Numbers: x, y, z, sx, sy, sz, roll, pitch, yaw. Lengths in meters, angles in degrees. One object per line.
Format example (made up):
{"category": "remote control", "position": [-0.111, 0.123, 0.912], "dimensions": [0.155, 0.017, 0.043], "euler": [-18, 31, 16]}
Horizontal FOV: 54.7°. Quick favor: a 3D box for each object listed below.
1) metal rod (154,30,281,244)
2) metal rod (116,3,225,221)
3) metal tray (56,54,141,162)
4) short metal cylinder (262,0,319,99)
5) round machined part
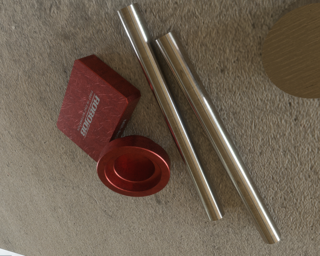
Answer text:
{"category": "metal rod", "position": [0.078, 0.022, 0.379], "dimensions": [0.025, 0.025, 0.299], "euler": [-20, 108, 35]}
{"category": "metal rod", "position": [0.022, -0.005, 0.392], "dimensions": [0.025, 0.025, 0.299], "euler": [-12, 113, 33]}
{"category": "metal tray", "position": [-0.090, -0.023, 0.430], "dimensions": [0.090, 0.030, 0.129], "euler": [39, 129, 10]}
{"category": "short metal cylinder", "position": [0.136, -0.073, 0.274], "dimensions": [0.080, 0.050, 0.079], "euler": [13, 124, 21]}
{"category": "round machined part", "position": [-0.034, 0.048, 0.430], "dimensions": [0.099, 0.042, 0.097], "euler": [2, 129, 3]}
